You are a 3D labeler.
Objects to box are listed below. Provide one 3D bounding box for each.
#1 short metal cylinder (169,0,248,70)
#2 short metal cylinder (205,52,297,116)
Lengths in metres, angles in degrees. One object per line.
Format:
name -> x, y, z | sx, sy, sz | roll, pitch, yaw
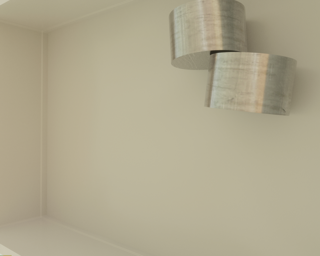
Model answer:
short metal cylinder -> 0.051, -0.096, 0.329 | 0.080, 0.081, 0.050 | -5, 87, 40
short metal cylinder -> 0.086, -0.041, 0.300 | 0.080, 0.081, 0.050 | 11, 97, 39
